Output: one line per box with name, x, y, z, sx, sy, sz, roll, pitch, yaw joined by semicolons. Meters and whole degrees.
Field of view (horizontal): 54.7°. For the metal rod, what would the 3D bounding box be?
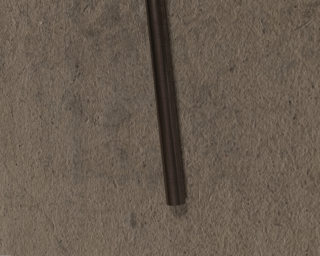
metal rod;0.005;-0.051;0.406;0.025;0.025;0.298;-7;88;19
